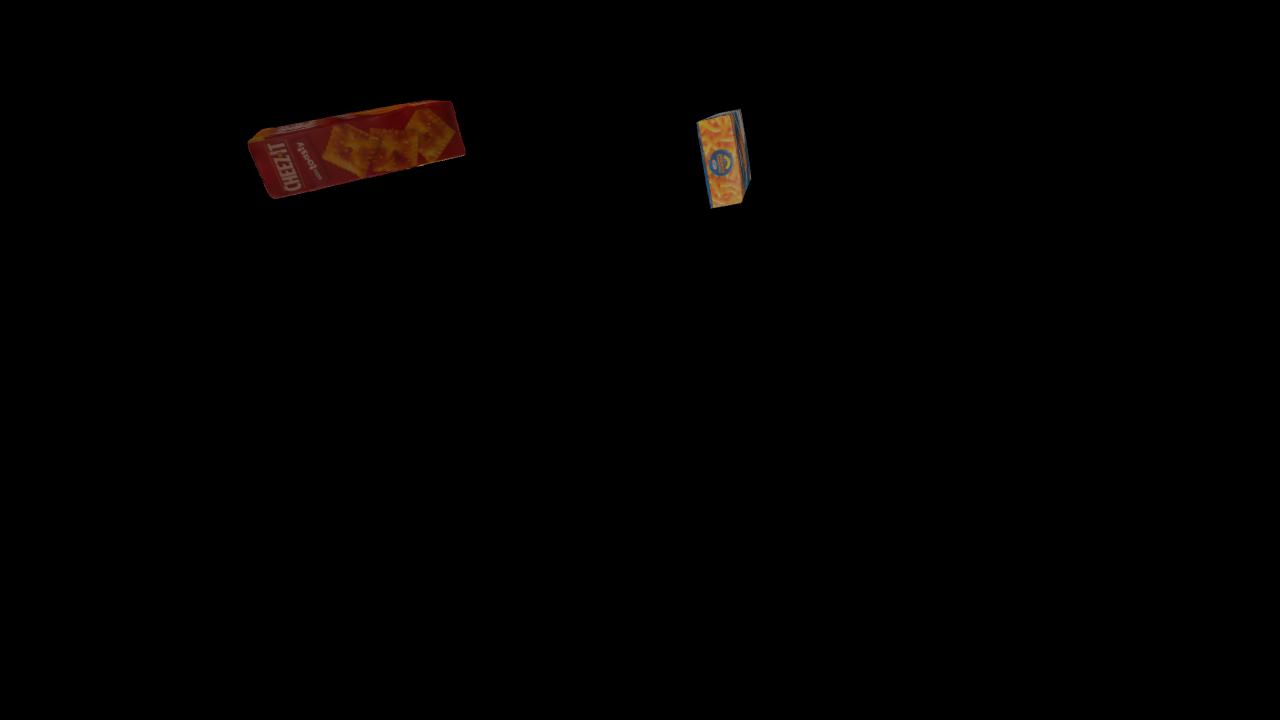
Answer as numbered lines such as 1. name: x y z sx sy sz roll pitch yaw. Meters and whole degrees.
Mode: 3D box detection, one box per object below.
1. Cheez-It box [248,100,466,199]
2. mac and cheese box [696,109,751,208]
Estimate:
1. Cheez-It box: -0.343 -0.266 0.756 0.223 0.071 0.166 -20 29 -18
2. mac and cheese box: 0.102 -0.242 0.723 0.041 0.093 0.184 -6 23 15
